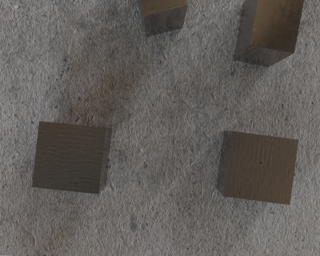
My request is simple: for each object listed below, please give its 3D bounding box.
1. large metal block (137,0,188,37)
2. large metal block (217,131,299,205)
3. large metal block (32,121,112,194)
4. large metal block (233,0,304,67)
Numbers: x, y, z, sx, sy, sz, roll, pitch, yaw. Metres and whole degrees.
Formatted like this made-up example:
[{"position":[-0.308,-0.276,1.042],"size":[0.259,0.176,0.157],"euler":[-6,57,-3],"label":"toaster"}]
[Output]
[{"position":[-0.004,-0.168,0.382],"size":[0.050,0.080,0.080],"euler":[-15,90,0],"label":"large metal block"},{"position":[0.122,0.048,0.398],"size":[0.080,0.050,0.080],"euler":[8,90,0],"label":"large metal block"},{"position":[-0.109,0.035,0.397],"size":[0.080,0.050,0.080],"euler":[6,90,0],"label":"large metal block"},{"position":[0.132,-0.127,0.383],"size":[0.050,0.080,0.080],"euler":[10,90,0],"label":"large metal block"}]
